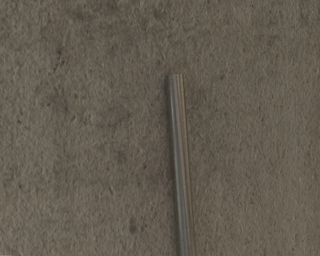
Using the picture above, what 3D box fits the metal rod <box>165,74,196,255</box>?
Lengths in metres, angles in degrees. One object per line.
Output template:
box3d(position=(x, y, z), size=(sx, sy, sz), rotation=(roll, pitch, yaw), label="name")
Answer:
box3d(position=(0.030, 0.078, 0.421), size=(0.025, 0.025, 0.298), rotation=(-5, 92, -20), label="metal rod")
